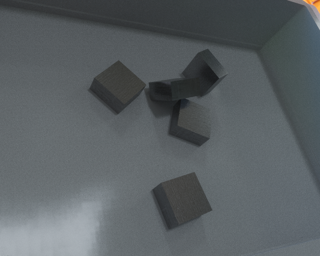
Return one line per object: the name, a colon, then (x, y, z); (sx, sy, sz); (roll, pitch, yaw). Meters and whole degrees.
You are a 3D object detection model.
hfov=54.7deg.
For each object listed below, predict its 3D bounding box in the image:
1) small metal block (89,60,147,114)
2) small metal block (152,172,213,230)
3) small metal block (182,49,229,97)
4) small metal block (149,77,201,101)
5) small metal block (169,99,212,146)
small metal block: (-0.055, -0.055, 0.411); (0.050, 0.025, 0.050); (42, 51, 0)
small metal block: (0.026, 0.086, 0.369); (0.050, 0.025, 0.050); (-12, 68, -33)
small metal block: (0.069, -0.085, 0.481); (0.025, 0.050, 0.050); (-31, 79, -38)
small metal block: (0.020, -0.055, 0.432); (0.050, 0.050, 0.025); (-14, 104, -34)
small metal block: (0.044, -0.009, 0.437); (0.050, 0.025, 0.050); (22, 54, -16)
